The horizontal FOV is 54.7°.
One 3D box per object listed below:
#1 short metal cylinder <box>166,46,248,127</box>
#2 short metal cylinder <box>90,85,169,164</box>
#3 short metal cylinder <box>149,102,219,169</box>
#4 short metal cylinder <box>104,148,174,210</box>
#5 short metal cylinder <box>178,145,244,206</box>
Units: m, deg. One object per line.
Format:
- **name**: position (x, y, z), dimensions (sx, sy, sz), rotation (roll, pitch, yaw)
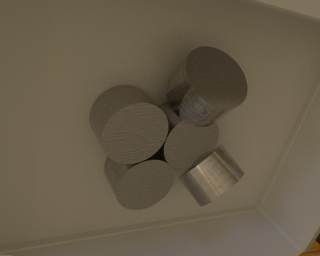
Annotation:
- **short metal cylinder**: position (0.054, -0.048, 0.363), dimensions (0.081, 0.080, 0.050), rotation (-3, 158, -27)
- **short metal cylinder**: position (-0.037, -0.004, 0.368), dimensions (0.081, 0.050, 0.079), rotation (-14, 125, -21)
- **short metal cylinder**: position (0.031, 0.007, 0.413), dimensions (0.081, 0.050, 0.079), rotation (-14, 125, -21)
- **short metal cylinder**: position (-0.028, 0.062, 0.414), dimensions (0.081, 0.050, 0.079), rotation (-14, 125, -21)
- **short metal cylinder**: position (0.074, 0.068, 0.448), dimensions (0.080, 0.050, 0.080), rotation (-37, 174, -4)
